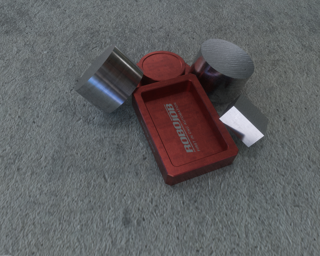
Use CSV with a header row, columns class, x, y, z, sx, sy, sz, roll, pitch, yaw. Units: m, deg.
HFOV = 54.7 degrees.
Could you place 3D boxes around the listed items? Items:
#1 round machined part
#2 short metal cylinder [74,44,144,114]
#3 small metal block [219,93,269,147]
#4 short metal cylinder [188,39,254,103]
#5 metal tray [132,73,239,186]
class,x,y,z,sx,sy,sz,roll,pitch,yaw
round machined part,0.003,-0.078,0.460,0.099,0.042,0.098,0,50,0
short metal cylinder,-0.068,-0.065,0.414,0.050,0.080,0.080,41,48,-24
small metal block,0.108,-0.011,0.392,0.050,0.025,0.050,45,34,1
short metal cylinder,0.086,-0.082,0.445,0.081,0.050,0.080,11,50,-14
metal tray,0.027,-0.003,0.390,0.091,0.030,0.130,-17,62,-14
